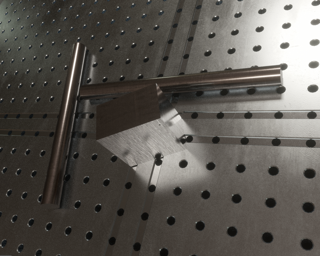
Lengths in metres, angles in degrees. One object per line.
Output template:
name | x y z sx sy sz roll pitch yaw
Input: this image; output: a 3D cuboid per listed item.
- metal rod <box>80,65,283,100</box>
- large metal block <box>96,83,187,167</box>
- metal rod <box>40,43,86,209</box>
metal rod | 0.011 -0.061 0.438 0.300 0.025 0.025 -1 61 27
large metal block | -0.022 0.000 0.383 0.080 0.080 0.050 -19 55 17
metal rod | -0.149 -0.022 0.497 0.025 0.025 0.299 -13 56 20
